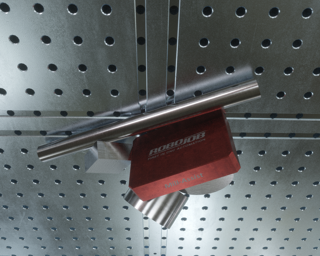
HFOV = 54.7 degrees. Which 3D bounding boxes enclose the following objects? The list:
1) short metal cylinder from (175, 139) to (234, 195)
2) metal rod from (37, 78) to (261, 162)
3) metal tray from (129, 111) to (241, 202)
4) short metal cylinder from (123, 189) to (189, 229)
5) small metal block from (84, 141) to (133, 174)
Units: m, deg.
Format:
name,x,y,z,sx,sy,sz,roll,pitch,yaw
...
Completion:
name,x,y,z,sx,sy,sz,roll,pitch,yaw
short metal cylinder,0.056,0.051,0.427,0.081,0.050,0.080,-3,139,-3
metal rod,-0.024,-0.006,0.402,0.301,0.025,0.025,-17,128,13
metal tray,0.027,0.032,0.392,0.130,0.090,0.030,-21,127,16
short metal cylinder,-0.006,0.101,0.448,0.080,0.080,0.050,39,78,-29
small metal block,-0.071,0.042,0.425,0.050,0.025,0.050,7,149,-31
